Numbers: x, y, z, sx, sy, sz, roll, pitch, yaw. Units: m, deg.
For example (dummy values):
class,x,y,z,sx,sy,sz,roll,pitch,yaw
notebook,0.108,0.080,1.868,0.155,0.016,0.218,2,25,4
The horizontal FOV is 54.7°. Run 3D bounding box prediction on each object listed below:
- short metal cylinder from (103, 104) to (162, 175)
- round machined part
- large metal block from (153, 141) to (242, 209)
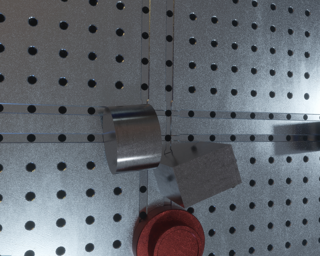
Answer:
class,x,y,z,sx,sy,sz,roll,pitch,yaw
short metal cylinder,-0.036,0.012,0.370,0.050,0.080,0.079,-6,92,-20
round machined part,0.016,0.156,0.410,0.099,0.042,0.097,0,90,-20
large metal block,0.043,0.055,0.399,0.081,0.080,0.050,-19,97,-19
